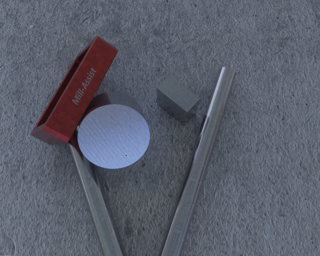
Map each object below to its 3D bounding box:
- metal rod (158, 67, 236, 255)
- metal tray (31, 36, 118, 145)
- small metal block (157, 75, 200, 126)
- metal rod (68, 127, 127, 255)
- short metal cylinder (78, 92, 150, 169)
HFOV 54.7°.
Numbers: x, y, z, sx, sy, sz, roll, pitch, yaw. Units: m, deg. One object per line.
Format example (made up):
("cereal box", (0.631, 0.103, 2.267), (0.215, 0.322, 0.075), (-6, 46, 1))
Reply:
("metal rod", (0.046, 0.054, 0.389), (0.025, 0.025, 0.300), (18, 71, 6))
("metal tray", (-0.108, -0.044, 0.387), (0.030, 0.090, 0.130), (33, 69, -24))
("small metal block", (0.023, -0.035, 0.408), (0.050, 0.050, 0.025), (40, 75, 13))
("metal rod", (-0.057, 0.133, 0.358), (0.025, 0.025, 0.299), (-21, 72, -8))
("short metal cylinder", (-0.056, 0.002, 0.372), (0.081, 0.050, 0.079), (-4, 113, -9))
